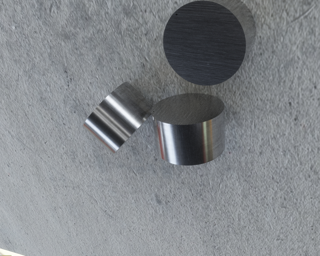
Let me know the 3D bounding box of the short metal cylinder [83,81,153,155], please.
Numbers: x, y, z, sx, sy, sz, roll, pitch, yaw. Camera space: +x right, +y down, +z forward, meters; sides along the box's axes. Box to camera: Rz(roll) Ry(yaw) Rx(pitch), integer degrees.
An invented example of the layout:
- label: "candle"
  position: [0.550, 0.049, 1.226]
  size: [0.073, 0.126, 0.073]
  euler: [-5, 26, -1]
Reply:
- label: "short metal cylinder"
  position: [-0.050, -0.012, 0.390]
  size: [0.050, 0.080, 0.080]
  euler: [43, 129, -2]

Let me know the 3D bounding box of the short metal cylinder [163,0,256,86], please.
- label: "short metal cylinder"
  position: [0.050, -0.089, 0.309]
  size: [0.080, 0.050, 0.079]
  euler: [13, 124, 21]

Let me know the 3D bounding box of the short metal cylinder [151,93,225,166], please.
- label: "short metal cylinder"
  position: [0.033, -0.001, 0.353]
  size: [0.080, 0.080, 0.050]
  euler: [7, 121, 25]
